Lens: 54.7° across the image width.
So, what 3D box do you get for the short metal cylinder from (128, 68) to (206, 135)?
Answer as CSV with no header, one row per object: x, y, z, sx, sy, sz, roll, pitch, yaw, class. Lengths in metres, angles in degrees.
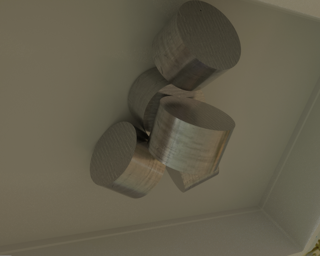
0.008,-0.028,0.376,0.081,0.050,0.079,-14,124,-21,short metal cylinder

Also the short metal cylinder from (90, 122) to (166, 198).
-0.039,0.039,0.373,0.050,0.080,0.080,33,100,-38,short metal cylinder

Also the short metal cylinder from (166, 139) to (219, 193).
0.035,0.039,0.414,0.050,0.080,0.080,-25,128,-12,short metal cylinder

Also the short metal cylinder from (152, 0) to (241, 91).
0.038,-0.086,0.330,0.081,0.080,0.050,4,159,-30,short metal cylinder

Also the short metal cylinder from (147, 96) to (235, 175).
0.032,0.005,0.326,0.081,0.080,0.050,3,117,-30,short metal cylinder
